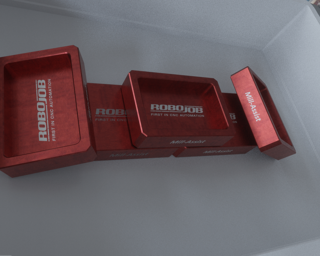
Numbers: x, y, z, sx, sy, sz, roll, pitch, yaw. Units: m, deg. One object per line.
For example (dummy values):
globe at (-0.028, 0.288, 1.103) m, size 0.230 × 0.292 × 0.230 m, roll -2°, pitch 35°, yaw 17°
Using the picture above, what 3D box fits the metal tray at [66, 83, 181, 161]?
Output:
metal tray at (-0.046, -0.008, 0.382) m, size 0.131 × 0.030 × 0.090 m, roll 0°, pitch 62°, yaw -28°

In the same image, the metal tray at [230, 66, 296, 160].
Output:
metal tray at (0.158, -0.021, 0.473) m, size 0.090 × 0.030 × 0.130 m, roll 21°, pitch 48°, yaw -52°

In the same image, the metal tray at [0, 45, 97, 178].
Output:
metal tray at (-0.121, -0.021, 0.325) m, size 0.091 × 0.030 × 0.130 m, roll -11°, pitch 65°, yaw -5°

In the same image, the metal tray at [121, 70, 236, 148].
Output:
metal tray at (0.024, -0.023, 0.388) m, size 0.131 × 0.030 × 0.090 m, roll 0°, pitch 61°, yaw -28°

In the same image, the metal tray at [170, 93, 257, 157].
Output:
metal tray at (0.070, -0.007, 0.443) m, size 0.131 × 0.030 × 0.090 m, roll 0°, pitch 62°, yaw -28°
